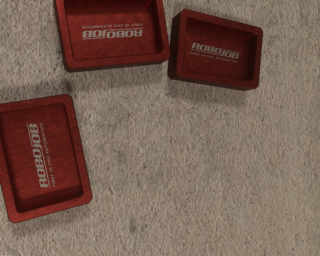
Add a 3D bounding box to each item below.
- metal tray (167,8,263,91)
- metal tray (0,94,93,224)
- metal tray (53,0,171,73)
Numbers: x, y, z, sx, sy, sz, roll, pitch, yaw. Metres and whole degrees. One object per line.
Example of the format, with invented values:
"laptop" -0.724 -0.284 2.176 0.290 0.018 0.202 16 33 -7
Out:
"metal tray" 0.080 -0.106 0.436 0.131 0.030 0.089 6 88 -20
"metal tray" -0.136 0.032 0.356 0.091 0.030 0.129 -12 94 -20
"metal tray" -0.057 -0.121 0.385 0.131 0.030 0.089 -10 94 -20
